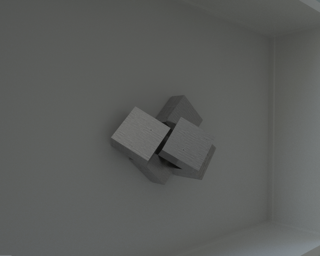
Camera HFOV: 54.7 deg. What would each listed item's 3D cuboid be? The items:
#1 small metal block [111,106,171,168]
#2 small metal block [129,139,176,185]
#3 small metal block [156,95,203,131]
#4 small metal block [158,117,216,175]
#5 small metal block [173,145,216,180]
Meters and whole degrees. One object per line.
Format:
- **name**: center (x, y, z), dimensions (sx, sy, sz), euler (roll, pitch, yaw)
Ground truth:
- **small metal block**: center (-0.023, 0.011, 0.371), dimensions (0.050, 0.025, 0.050), euler (32, 65, 6)
- **small metal block**: center (-0.004, 0.038, 0.403), dimensions (0.050, 0.025, 0.050), euler (50, 60, -29)
- **small metal block**: center (0.026, -0.010, 0.428), dimensions (0.050, 0.025, 0.050), euler (50, 60, -29)
- **small metal block**: center (0.033, 0.023, 0.386), dimensions (0.050, 0.025, 0.050), euler (31, 67, 0)
- **small metal block**: center (0.042, 0.040, 0.425), dimensions (0.025, 0.050, 0.050), euler (43, 64, -32)
